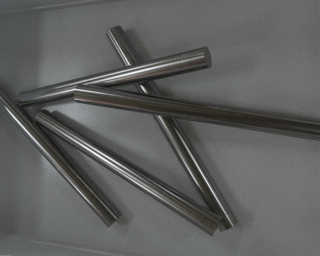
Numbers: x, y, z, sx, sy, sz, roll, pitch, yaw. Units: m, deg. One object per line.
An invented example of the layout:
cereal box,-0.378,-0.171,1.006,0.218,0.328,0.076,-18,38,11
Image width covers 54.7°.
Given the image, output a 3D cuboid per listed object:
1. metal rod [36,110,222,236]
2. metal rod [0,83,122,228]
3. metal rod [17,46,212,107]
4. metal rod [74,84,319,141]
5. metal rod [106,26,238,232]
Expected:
metal rod,-0.056,0.049,0.416,0.300,0.025,0.025,28,99,22
metal rod,-0.168,0.028,0.460,0.300,0.025,0.025,44,104,11
metal rod,-0.079,-0.062,0.416,0.300,0.025,0.025,-8,88,27
metal rod,0.040,-0.021,0.375,0.301,0.025,0.025,9,93,11
metal rod,0.010,-0.007,0.406,0.025,0.025,0.299,-33,80,17
